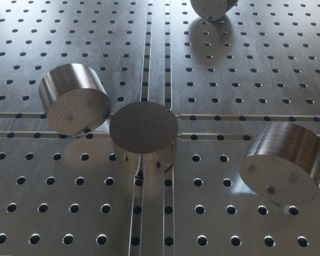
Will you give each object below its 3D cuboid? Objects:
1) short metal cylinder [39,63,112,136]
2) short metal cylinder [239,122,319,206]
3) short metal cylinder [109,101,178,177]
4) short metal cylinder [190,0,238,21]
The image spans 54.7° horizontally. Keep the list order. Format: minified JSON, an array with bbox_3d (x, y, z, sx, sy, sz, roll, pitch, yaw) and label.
[{"bbox_3d":[-0.110,-0.036,0.401,0.081,0.080,0.050,-19,53,-16],"label":"short metal cylinder"},{"bbox_3d":[0.134,0.040,0.340,0.080,0.080,0.050,25,54,19],"label":"short metal cylinder"},{"bbox_3d":[-0.019,0.013,0.380,0.081,0.050,0.080,0,50,0],"label":"short metal cylinder"},{"bbox_3d":[0.103,-0.252,0.585,0.080,0.080,0.050,30,56,22],"label":"short metal cylinder"}]
